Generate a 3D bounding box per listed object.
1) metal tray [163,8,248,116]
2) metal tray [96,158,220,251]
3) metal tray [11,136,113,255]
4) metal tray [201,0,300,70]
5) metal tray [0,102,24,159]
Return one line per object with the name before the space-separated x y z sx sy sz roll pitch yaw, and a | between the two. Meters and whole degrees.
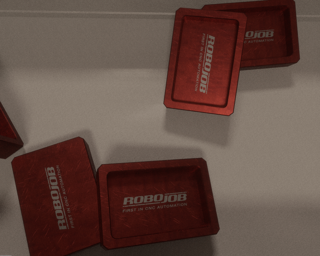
metal tray | 0.059 -0.085 0.407 0.090 0.030 0.129 8 94 8
metal tray | -0.004 0.085 0.358 0.131 0.030 0.090 -2 68 -16
metal tray | -0.117 0.085 0.374 0.091 0.030 0.130 -19 71 -7
metal tray | 0.125 -0.129 0.439 0.131 0.030 0.089 -5 91 -3
metal tray | -0.232 -0.027 0.379 0.030 0.090 0.130 -36 74 1
